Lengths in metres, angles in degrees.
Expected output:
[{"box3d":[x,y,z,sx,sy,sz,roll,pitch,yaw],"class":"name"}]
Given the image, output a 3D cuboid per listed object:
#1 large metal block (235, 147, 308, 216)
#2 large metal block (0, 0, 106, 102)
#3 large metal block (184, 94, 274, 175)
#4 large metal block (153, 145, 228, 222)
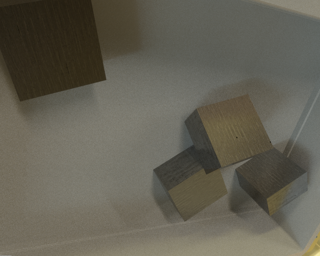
[{"box3d":[0.191,0.088,0.531,0.080,0.080,0.050,-31,129,-9],"class":"large metal block"},{"box3d":[-0.102,-0.080,0.287,0.081,0.050,0.079,-18,126,-18],"class":"large metal block"},{"box3d":[0.091,0.009,0.419,0.081,0.080,0.050,-16,166,-19],"class":"large metal block"},{"box3d":[0.048,0.081,0.469,0.080,0.050,0.080,-31,129,-8],"class":"large metal block"}]
